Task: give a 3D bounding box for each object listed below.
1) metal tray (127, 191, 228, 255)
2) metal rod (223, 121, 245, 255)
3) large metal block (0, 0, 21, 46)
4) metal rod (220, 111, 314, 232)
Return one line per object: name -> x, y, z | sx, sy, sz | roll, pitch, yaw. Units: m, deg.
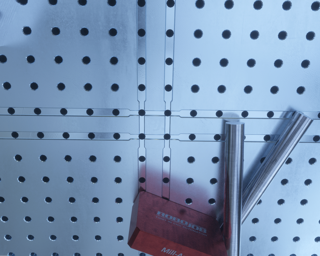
metal tray -> 0.024, 0.145, 0.432 | 0.131, 0.090, 0.030 | 23, 108, -9
metal rod -> 0.103, 0.139, 0.441 | 0.025, 0.025, 0.298 | -1, 101, 0
large metal block -> -0.198, -0.132, 0.332 | 0.050, 0.080, 0.080 | 29, 107, -11
metal rod -> 0.128, 0.110, 0.455 | 0.025, 0.025, 0.298 | 24, 108, -9
